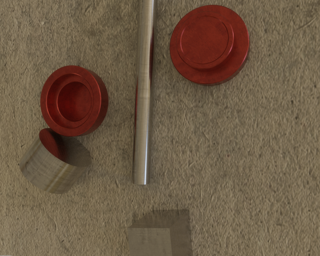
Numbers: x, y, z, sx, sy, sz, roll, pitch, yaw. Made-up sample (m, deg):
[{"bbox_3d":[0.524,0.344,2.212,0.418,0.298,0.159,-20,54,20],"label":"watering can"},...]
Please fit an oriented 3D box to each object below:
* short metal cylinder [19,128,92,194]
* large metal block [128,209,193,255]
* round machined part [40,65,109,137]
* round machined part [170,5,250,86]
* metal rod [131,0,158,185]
[{"bbox_3d":[-0.144,0.045,0.430,0.080,0.080,0.050,42,103,15],"label":"short metal cylinder"},{"bbox_3d":[0.004,0.150,0.378,0.050,0.080,0.080,-6,88,20],"label":"large metal block"},{"bbox_3d":[-0.116,-0.037,0.441,0.098,0.042,0.097,0,90,20],"label":"round machined part"},{"bbox_3d":[0.058,-0.102,0.379,0.098,0.042,0.097,0,90,20],"label":"round machined part"},{"bbox_3d":[-0.020,-0.075,0.415,0.025,0.025,0.298,3,91,20],"label":"metal rod"}]
